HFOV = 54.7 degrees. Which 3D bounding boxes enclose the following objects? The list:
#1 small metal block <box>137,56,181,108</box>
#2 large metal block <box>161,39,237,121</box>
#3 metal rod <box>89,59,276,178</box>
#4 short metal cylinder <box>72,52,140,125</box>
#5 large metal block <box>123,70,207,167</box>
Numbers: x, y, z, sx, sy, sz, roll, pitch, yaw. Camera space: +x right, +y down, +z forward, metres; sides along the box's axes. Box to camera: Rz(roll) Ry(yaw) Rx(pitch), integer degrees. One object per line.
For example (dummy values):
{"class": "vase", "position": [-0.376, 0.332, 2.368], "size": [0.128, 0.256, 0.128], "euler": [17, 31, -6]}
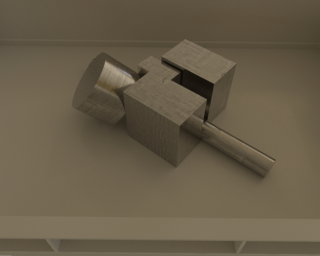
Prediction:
{"class": "small metal block", "position": [-0.001, -0.059, 0.407], "size": [0.050, 0.050, 0.025], "euler": [33, 58, 24]}
{"class": "large metal block", "position": [0.049, -0.061, 0.420], "size": [0.080, 0.080, 0.050], "euler": [33, 57, 24]}
{"class": "metal rod", "position": [0.014, -0.025, 0.425], "size": [0.300, 0.025, 0.025], "euler": [32, 57, 23]}
{"class": "short metal cylinder", "position": [-0.071, -0.050, 0.401], "size": [0.050, 0.080, 0.080], "euler": [29, 43, -29]}
{"class": "large metal block", "position": [0.005, -0.011, 0.378], "size": [0.080, 0.080, 0.050], "euler": [32, 57, 23]}
